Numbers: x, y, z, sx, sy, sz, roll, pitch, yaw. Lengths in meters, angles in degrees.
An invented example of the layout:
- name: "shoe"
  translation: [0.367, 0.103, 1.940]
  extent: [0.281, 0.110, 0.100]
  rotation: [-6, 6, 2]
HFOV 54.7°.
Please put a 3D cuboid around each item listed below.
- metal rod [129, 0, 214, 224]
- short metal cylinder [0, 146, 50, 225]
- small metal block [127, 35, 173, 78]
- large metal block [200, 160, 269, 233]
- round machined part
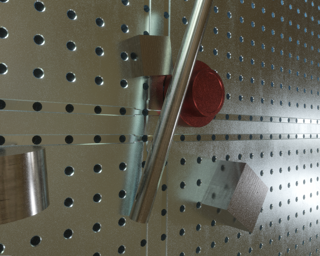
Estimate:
- name: "metal rod"
  translation: [0.016, -0.027, 0.399]
  extent: [0.025, 0.025, 0.299]
  rotation: [20, 85, -39]
- name: "short metal cylinder"
  translation: [-0.137, 0.045, 0.259]
  extent: [0.081, 0.080, 0.050]
  rotation: [-6, 94, -40]
- name: "small metal block"
  translation: [-0.011, -0.092, 0.401]
  extent: [0.050, 0.025, 0.050]
  rotation: [-11, 97, -40]
- name: "large metal block"
  translation: [0.122, 0.109, 0.499]
  extent: [0.080, 0.050, 0.080]
  rotation: [44, 63, -31]
- name: "round machined part"
  translation: [0.056, -0.050, 0.448]
  extent: [0.099, 0.042, 0.097]
  rotation: [0, 90, -40]
